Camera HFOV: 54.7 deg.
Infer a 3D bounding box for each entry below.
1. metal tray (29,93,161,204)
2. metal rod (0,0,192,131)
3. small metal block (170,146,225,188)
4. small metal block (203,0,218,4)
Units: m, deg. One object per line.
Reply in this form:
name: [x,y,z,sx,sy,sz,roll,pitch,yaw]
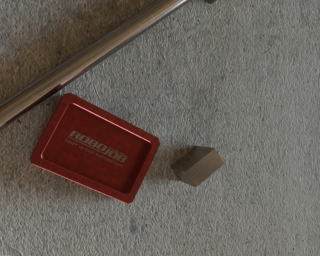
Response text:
metal tray: [-0.076,0.026,0.378,0.131,0.030,0.090,28,81,-18]
metal rod: [-0.076,-0.094,0.381,0.301,0.025,0.025,-39,103,-16]
small metal block: [0.049,0.050,0.415,0.050,0.050,0.025,-36,102,-17]
small metal block: [0.064,-0.211,0.434,0.050,0.025,0.050,17,84,-20]
